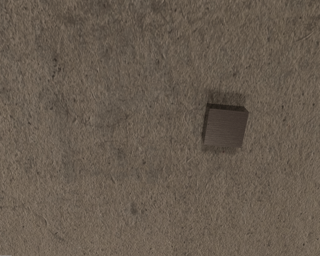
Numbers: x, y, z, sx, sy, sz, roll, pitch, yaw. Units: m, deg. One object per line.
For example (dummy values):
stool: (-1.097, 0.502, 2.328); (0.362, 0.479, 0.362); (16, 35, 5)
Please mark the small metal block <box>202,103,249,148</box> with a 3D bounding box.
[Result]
small metal block: (0.085, -0.003, 0.410); (0.050, 0.025, 0.050); (5, 110, -3)
